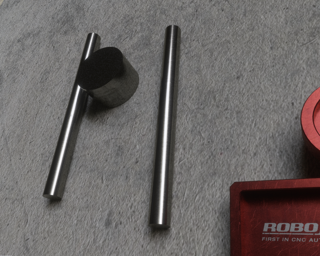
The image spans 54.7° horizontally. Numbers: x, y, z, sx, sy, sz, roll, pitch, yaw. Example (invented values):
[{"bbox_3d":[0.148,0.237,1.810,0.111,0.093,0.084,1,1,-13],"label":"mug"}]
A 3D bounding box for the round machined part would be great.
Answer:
[{"bbox_3d":[0.188,0.000,0.292,0.098,0.042,0.098,-14,53,19],"label":"round machined part"}]

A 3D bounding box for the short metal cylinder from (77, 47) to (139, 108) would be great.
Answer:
[{"bbox_3d":[-0.079,-0.077,0.477,0.080,0.050,0.080,-13,56,21],"label":"short metal cylinder"}]

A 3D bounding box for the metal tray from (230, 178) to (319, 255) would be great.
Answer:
[{"bbox_3d":[0.131,0.092,0.275,0.130,0.030,0.090,-8,58,24],"label":"metal tray"}]

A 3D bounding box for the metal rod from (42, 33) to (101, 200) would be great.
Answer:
[{"bbox_3d":[-0.134,-0.036,0.495,0.025,0.025,0.299,-8,58,24],"label":"metal rod"}]

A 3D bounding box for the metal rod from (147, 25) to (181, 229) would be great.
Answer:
[{"bbox_3d":[0.010,-0.022,0.412,0.025,0.025,0.299,-9,58,23],"label":"metal rod"}]
